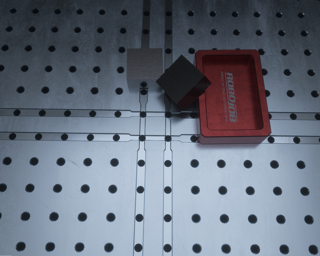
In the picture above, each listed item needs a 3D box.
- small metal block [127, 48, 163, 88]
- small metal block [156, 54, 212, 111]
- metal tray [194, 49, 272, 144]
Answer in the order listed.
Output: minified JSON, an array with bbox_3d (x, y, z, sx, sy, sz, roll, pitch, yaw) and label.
[{"bbox_3d":[-0.021,-0.086,0.443,0.050,0.025,0.050,-1,70,-1],"label":"small metal block"},{"bbox_3d":[0.031,-0.060,0.411,0.050,0.025,0.050,-45,57,9],"label":"small metal block"},{"bbox_3d":[0.095,-0.045,0.426,0.091,0.030,0.130,-1,70,-1],"label":"metal tray"}]
